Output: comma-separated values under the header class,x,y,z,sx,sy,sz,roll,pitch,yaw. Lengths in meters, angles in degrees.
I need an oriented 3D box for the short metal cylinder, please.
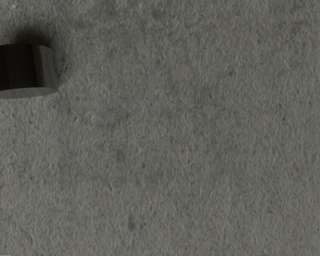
class,x,y,z,sx,sy,sz,roll,pitch,yaw
short metal cylinder,-0.170,-0.067,0.380,0.081,0.080,0.050,-8,90,0
